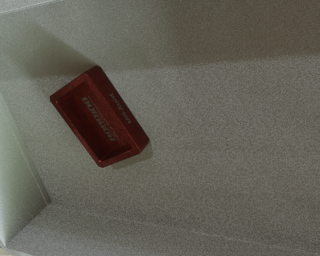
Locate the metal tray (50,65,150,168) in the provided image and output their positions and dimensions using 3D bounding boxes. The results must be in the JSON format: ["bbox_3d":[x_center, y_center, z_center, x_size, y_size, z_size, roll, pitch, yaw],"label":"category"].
[{"bbox_3d":[-0.086,-0.012,0.441,0.090,0.030,0.130,-23,106,36],"label":"metal tray"}]
